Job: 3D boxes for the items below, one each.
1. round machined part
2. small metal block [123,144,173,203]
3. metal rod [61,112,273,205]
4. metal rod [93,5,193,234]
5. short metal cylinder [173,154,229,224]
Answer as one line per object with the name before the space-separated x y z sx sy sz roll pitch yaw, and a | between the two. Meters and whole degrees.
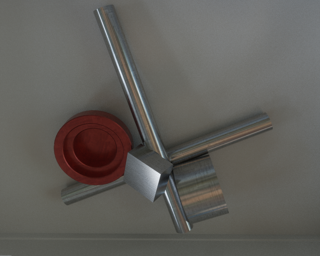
round machined part | -0.084 0.023 0.408 0.099 0.042 0.097 0 110 -1
small metal block | -0.016 0.056 0.386 0.050 0.025 0.050 31 129 23
metal rod | 0.004 0.045 0.426 0.301 0.025 0.025 -21 109 7
metal rod | -0.016 -0.001 0.390 0.025 0.025 0.298 -18 102 6
short metal cylinder | 0.054 0.081 0.411 0.050 0.080 0.080 -19 109 6
